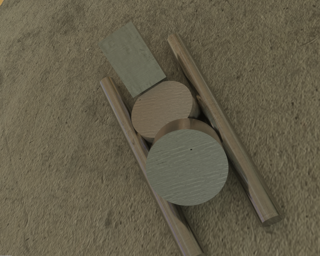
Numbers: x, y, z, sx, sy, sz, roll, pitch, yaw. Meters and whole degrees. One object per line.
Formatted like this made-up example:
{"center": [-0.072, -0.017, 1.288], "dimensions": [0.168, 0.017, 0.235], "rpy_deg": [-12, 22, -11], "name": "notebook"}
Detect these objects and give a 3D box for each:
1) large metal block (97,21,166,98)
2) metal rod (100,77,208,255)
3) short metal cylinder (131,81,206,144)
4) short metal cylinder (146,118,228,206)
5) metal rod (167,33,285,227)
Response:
{"center": [-0.034, -0.093, 0.425], "dimensions": [0.050, 0.080, 0.080], "rpy_deg": [-32, 10, 8], "name": "large metal block"}
{"center": [-0.024, 0.029, 0.399], "dimensions": [0.025, 0.025, 0.300], "rpy_deg": [-35, 51, 5], "name": "metal rod"}
{"center": [0.011, -0.012, 0.391], "dimensions": [0.080, 0.050, 0.080], "rpy_deg": [-13, 56, 21], "name": "short metal cylinder"}
{"center": [0.028, 0.034, 0.327], "dimensions": [0.080, 0.080, 0.050], "rpy_deg": [-28, 10, 10], "name": "short metal cylinder"}
{"center": [0.065, -0.023, 0.385], "dimensions": [0.025, 0.025, 0.299], "rpy_deg": [-28, 52, 10], "name": "metal rod"}
